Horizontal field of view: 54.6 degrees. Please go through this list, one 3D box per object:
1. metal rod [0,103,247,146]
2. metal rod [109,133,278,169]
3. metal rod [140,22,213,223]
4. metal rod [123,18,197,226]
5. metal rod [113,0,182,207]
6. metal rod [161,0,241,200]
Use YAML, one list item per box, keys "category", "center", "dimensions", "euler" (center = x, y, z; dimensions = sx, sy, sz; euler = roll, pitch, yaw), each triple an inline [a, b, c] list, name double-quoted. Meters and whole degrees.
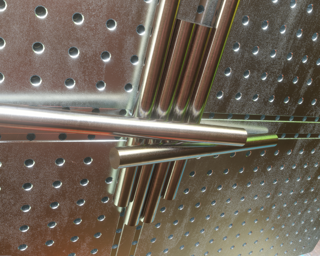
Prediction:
- category: "metal rod"
  center: [-0.031, -0.001, 0.363]
  dimensions: [0.302, 0.025, 0.025]
  euler: [5, 116, -21]
- category: "metal rod"
  center: [0.070, 0.027, 0.438]
  dimensions: [0.302, 0.025, 0.025]
  euler: [-3, 120, -37]
- category: "metal rod"
  center: [0.014, 0.010, 0.425]
  dimensions: [0.025, 0.025, 0.298]
  euler: [1, 118, -29]
- category: "metal rod"
  center: [-0.008, 0.009, 0.411]
  dimensions: [0.025, 0.025, 0.298]
  euler: [1, 118, -29]
- category: "metal rod"
  center: [-0.020, -0.026, 0.383]
  dimensions: [0.025, 0.025, 0.298]
  euler: [1, 118, -29]
- category: "metal rod"
  center: [0.048, -0.028, 0.418]
  dimensions: [0.025, 0.025, 0.298]
  euler: [1, 118, -29]
